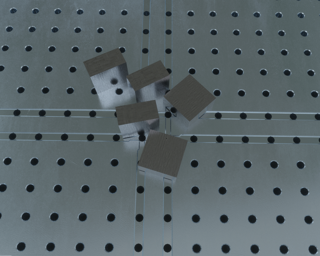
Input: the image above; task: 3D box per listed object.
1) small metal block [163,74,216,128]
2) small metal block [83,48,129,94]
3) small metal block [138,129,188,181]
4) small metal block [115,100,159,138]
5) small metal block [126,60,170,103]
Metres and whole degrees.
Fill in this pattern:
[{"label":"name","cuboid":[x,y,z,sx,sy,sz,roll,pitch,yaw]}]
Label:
[{"label":"small metal block","cuboid":[0.040,-0.037,0.426,0.050,0.025,0.050,-41,75,-14]},{"label":"small metal block","cuboid":[-0.072,-0.077,0.426,0.050,0.050,0.025,-25,72,-9]},{"label":"small metal block","cuboid":[0.004,0.035,0.399,0.050,0.025,0.050,17,71,5]},{"label":"small metal block","cuboid":[-0.028,-0.011,0.402,0.050,0.050,0.025,-11,71,-4]},{"label":"small metal block","cuboid":[-0.016,-0.059,0.420,0.050,0.050,0.025,-27,73,-10]}]
